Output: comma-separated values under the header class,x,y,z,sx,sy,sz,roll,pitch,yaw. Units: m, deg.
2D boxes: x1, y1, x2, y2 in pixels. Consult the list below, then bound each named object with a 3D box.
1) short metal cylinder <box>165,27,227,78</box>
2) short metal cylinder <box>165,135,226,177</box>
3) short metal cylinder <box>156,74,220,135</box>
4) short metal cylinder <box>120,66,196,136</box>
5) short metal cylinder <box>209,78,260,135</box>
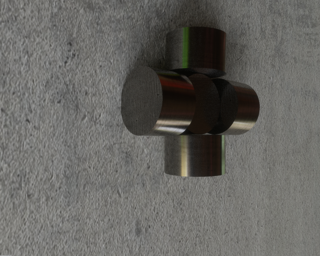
class,x,y,z,sx,sy,sz,roll,pitch,yaw
short metal cylinder,0.048,-0.097,0.411,0.081,0.080,0.050,2,89,-40
short metal cylinder,0.046,0.034,0.411,0.081,0.080,0.050,0,89,-40
short metal cylinder,0.037,-0.031,0.423,0.081,0.050,0.079,0,90,-40
short metal cylinder,-0.004,-0.030,0.369,0.050,0.080,0.079,3,89,-40
short metal cylinder,0.097,-0.030,0.454,0.050,0.080,0.079,3,89,-40
